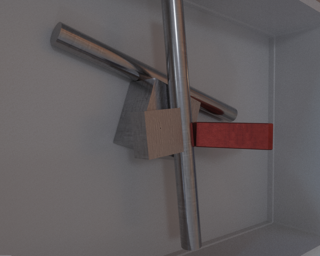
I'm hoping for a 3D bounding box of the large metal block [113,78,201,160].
[{"bbox_3d":[-0.002,-0.008,0.389,0.080,0.050,0.080,23,76,-38],"label":"large metal block"}]

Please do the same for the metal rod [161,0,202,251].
[{"bbox_3d":[0.026,-0.006,0.363,0.025,0.025,0.298,-8,96,-40],"label":"metal rod"}]

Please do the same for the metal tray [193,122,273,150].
[{"bbox_3d":[0.102,0.009,0.416,0.130,0.090,0.030,1,90,-72],"label":"metal tray"}]

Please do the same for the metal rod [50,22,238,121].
[{"bbox_3d":[0.005,-0.059,0.411,0.302,0.025,0.025,19,78,-39],"label":"metal rod"}]

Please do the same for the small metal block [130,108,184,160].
[{"bbox_3d":[-0.003,0.005,0.339,0.050,0.025,0.050,-9,95,-40],"label":"small metal block"}]
